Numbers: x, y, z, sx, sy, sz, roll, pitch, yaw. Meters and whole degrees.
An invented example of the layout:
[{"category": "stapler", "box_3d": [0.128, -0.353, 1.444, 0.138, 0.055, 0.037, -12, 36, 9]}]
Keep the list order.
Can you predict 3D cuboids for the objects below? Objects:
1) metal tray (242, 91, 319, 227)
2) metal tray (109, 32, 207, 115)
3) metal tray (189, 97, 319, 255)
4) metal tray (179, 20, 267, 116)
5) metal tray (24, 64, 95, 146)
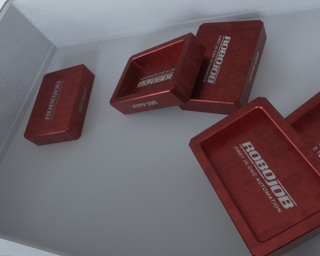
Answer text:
[{"category": "metal tray", "box_3d": [0.160, 0.021, 0.304, 0.130, 0.030, 0.090, -38, 51, 2]}, {"category": "metal tray", "box_3d": [-0.006, -0.070, 0.421, 0.130, 0.030, 0.090, -6, 56, 47]}, {"category": "metal tray", "box_3d": [0.095, 0.042, 0.287, 0.090, 0.030, 0.130, -33, 51, 7]}, {"category": "metal tray", "box_3d": [0.080, -0.083, 0.411, 0.090, 0.030, 0.130, 9, 66, 32]}, {"category": "metal tray", "box_3d": [-0.164, -0.039, 0.513, 0.090, 0.030, 0.130, -9, 58, 23]}]
